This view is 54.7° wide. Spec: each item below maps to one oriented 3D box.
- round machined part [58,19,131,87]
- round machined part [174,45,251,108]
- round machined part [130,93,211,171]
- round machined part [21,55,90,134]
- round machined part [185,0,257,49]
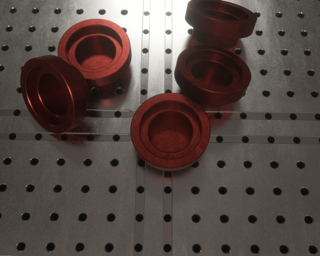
[{"bbox_3d":[-0.089,-0.102,0.439,0.099,0.042,0.098,0,70,-1],"label":"round machined part"},{"bbox_3d":[0.067,-0.065,0.416,0.099,0.042,0.098,6,49,-6],"label":"round machined part"},{"bbox_3d":[0.013,0.007,0.399,0.099,0.042,0.098,0,72,1],"label":"round machined part"},{"bbox_3d":[-0.130,-0.045,0.398,0.098,0.097,0.042,41,39,13],"label":"round machined part"},{"bbox_3d":[0.084,-0.148,0.443,0.099,0.042,0.098,7,38,-5],"label":"round machined part"}]
